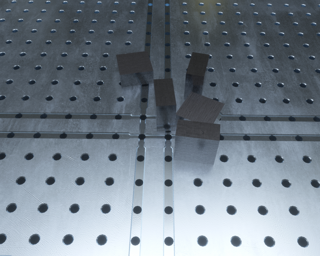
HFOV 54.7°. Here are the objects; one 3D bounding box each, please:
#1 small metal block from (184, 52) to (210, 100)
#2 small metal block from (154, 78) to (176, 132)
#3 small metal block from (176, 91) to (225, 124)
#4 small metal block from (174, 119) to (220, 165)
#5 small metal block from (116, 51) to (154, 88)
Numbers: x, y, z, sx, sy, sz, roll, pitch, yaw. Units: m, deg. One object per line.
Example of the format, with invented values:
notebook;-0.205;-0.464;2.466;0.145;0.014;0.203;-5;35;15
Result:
small metal block;0.054;-0.075;0.455;0.025;0.050;0.050;11;51;9
small metal block;0.006;-0.031;0.417;0.025;0.050;0.050;-4;50;-3
small metal block;0.054;-0.017;0.423;0.050;0.025;0.050;23;53;17
small metal block;0.044;0.018;0.377;0.050;0.050;0.025;7;51;5
small metal block;-0.040;-0.093;0.485;0.050;0.025;0.050;-9;51;-8
